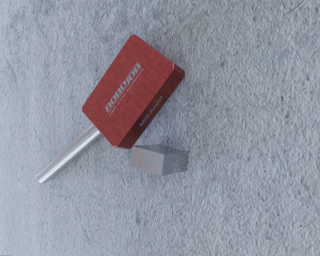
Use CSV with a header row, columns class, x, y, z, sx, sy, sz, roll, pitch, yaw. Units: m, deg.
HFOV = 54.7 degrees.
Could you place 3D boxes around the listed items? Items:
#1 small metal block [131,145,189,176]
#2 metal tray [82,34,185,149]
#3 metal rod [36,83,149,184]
class,x,y,z,sx,sy,sz,roll,pitch,yaw
small metal block,0.000,0.038,0.387,0.050,0.050,0.025,12,98,39
metal tray,-0.039,-0.048,0.414,0.090,0.030,0.130,44,103,31
metal rod,-0.120,0.019,0.500,0.299,0.025,0.025,-36,68,33
